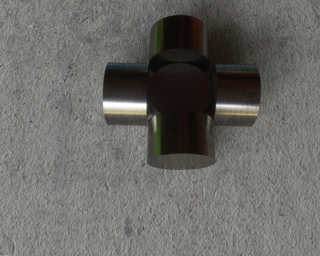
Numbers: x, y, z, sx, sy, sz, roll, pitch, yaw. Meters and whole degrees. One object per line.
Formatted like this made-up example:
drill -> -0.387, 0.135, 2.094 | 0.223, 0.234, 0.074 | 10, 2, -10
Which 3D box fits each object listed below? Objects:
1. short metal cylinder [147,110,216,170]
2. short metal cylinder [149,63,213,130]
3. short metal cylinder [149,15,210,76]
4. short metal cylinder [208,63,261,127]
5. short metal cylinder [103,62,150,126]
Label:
short metal cylinder -> 0.025, 0.018, 0.374 | 0.081, 0.080, 0.050 | 0, 70, 0
short metal cylinder -> 0.026, -0.039, 0.411 | 0.081, 0.050, 0.080 | 0, 70, 0
short metal cylinder -> 0.026, -0.106, 0.418 | 0.081, 0.080, 0.050 | 2, 71, 0
short metal cylinder -> 0.091, -0.042, 0.397 | 0.050, 0.080, 0.080 | 2, 70, 1
short metal cylinder -> -0.040, -0.043, 0.396 | 0.050, 0.080, 0.080 | 2, 70, 1
